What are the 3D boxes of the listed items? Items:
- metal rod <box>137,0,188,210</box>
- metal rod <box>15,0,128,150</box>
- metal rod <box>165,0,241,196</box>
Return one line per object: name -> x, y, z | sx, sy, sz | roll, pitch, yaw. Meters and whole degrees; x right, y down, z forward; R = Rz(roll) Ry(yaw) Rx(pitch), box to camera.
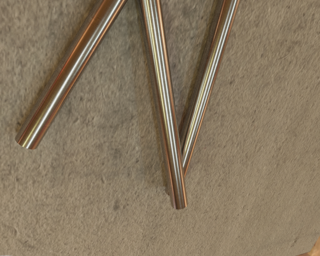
metal rod -> 0.008, -0.016, 0.385 | 0.025, 0.025, 0.298 | -20, 121, -17
metal rod -> -0.062, -0.104, 0.309 | 0.025, 0.025, 0.299 | 26, 104, -38
metal rod -> 0.052, -0.032, 0.417 | 0.025, 0.025, 0.298 | -1, 119, -28
